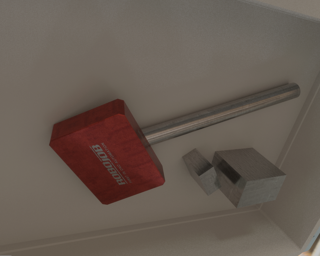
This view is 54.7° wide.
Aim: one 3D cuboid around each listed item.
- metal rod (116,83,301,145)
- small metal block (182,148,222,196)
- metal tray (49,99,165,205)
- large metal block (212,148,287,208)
[{"bbox_3d":[0.076,-0.017,0.441,0.302,0.025,0.025,-17,126,-19],"label":"metal rod"},{"bbox_3d":[0.063,0.067,0.471,0.025,0.050,0.050,-33,129,-7],"label":"small metal block"},{"bbox_3d":[-0.059,0.035,0.378,0.090,0.030,0.130,-21,129,8],"label":"metal tray"},{"bbox_3d":[0.137,0.077,0.498,0.081,0.080,0.050,-3,120,-28],"label":"large metal block"}]
